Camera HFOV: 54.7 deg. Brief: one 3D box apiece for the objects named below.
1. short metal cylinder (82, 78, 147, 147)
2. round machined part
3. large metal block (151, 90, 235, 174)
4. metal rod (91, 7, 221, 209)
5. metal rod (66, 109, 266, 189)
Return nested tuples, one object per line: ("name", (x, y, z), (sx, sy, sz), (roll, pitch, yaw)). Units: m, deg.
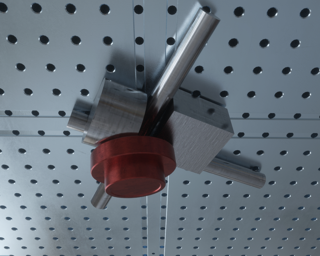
("short metal cylinder", (-0.054, -0.013, 0.363), (0.050, 0.080, 0.079), (20, 127, -16))
("round machined part", (-0.030, 0.050, 0.357), (0.099, 0.042, 0.098), (-6, 151, -3))
("large metal block", (0.034, 0.005, 0.396), (0.080, 0.050, 0.079), (20, 127, -17))
("metal rod", (-0.019, -0.004, 0.383), (0.025, 0.025, 0.298), (22, 119, -18))
("metal rod", (0.020, 0.035, 0.441), (0.302, 0.025, 0.025), (19, 127, -16))
